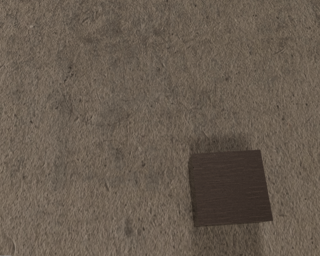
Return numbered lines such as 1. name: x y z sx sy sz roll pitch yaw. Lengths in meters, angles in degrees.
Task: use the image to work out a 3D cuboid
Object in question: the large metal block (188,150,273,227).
1. large metal block: 0.079 0.073 0.369 0.081 0.050 0.080 -3 70 -2
